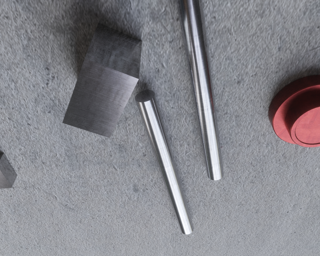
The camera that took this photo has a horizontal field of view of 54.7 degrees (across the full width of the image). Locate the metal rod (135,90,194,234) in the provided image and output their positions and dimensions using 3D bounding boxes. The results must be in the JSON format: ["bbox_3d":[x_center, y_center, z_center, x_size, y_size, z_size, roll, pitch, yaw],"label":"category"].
[{"bbox_3d":[0.016,0.072,0.468,0.025,0.025,0.299,-10,130,8],"label":"metal rod"}]

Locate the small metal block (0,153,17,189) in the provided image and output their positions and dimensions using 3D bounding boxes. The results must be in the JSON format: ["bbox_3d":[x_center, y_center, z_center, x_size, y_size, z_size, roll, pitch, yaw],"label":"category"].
[{"bbox_3d":[-0.250,0.065,0.459,0.050,0.025,0.050,-4,130,3],"label":"small metal block"}]

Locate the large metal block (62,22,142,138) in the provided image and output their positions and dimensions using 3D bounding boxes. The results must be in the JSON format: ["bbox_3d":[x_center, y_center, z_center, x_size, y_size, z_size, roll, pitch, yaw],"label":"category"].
[{"bbox_3d":[-0.059,-0.051,0.327,0.050,0.080,0.079,20,127,-16],"label":"large metal block"}]

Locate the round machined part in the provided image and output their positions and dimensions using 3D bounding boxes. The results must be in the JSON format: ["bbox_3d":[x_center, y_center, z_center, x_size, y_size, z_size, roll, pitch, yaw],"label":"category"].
[{"bbox_3d":[0.192,-0.014,0.387,0.099,0.042,0.097,-1,130,0],"label":"round machined part"}]

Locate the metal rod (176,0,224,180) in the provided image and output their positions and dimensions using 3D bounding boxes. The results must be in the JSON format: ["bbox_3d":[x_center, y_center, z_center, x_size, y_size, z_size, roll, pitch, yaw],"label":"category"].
[{"bbox_3d":[0.052,-0.042,0.372,0.025,0.025,0.298,-10,130,8],"label":"metal rod"}]
